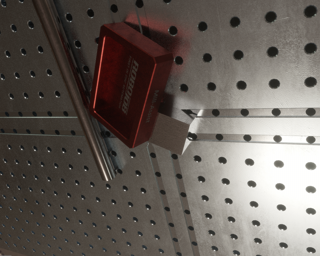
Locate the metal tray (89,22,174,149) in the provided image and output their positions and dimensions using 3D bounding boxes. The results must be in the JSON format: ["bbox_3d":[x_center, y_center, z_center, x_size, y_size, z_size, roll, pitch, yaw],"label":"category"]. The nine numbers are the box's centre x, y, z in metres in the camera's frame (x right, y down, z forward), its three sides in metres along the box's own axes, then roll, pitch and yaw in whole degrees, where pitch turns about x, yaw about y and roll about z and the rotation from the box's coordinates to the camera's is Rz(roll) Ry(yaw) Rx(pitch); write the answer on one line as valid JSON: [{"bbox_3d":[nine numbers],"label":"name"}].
[{"bbox_3d":[-0.041,-0.050,0.380,0.090,0.030,0.129,38,131,25],"label":"metal tray"}]

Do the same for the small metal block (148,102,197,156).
[{"bbox_3d":[0.015,0.001,0.403,0.050,0.025,0.050,22,127,14],"label":"small metal block"}]

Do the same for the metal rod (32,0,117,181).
[{"bbox_3d":[-0.118,-0.053,0.438,0.025,0.025,0.298,-1,118,28],"label":"metal rod"}]
